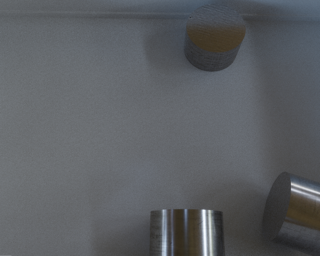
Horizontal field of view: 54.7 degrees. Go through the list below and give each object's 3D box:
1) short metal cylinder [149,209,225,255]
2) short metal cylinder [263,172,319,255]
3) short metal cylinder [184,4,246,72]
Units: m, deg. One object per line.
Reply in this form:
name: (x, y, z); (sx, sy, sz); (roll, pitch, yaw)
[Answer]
short metal cylinder: (0.029, 0.118, 0.337); (0.080, 0.080, 0.050); (1, 70, 0)
short metal cylinder: (0.154, 0.095, 0.347); (0.050, 0.080, 0.080); (17, 71, 6)
short metal cylinder: (0.076, -0.128, 0.444); (0.081, 0.050, 0.080); (0, 70, 0)
